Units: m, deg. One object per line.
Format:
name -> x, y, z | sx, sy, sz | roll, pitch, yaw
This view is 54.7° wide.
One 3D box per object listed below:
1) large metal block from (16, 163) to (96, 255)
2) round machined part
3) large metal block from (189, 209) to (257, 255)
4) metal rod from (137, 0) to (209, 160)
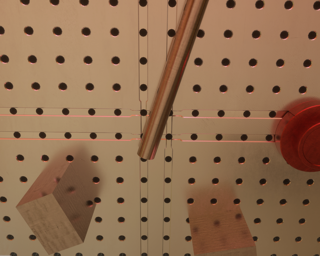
large metal block -> -0.136, 0.107, 0.422 | 0.050, 0.080, 0.080 | -22, 109, 8
round machined part -> 0.210, 0.016, 0.412 | 0.099, 0.042, 0.097 | 0, 110, 0
large metal block -> 0.088, 0.167, 0.447 | 0.080, 0.080, 0.050 | -10, 110, 3
metal rod -> 0.026, -0.096, 0.378 | 0.025, 0.025, 0.298 | 17, 109, -6
